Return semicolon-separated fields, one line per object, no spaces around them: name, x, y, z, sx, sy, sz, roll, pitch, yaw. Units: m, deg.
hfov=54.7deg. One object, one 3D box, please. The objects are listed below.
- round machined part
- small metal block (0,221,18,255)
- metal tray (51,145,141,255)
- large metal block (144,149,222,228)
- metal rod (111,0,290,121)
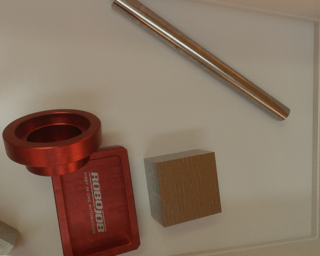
round machined part;-0.112;0.017;0.336;0.099;0.098;0.042;-9;117;-20
small metal block;-0.184;0.116;0.330;0.050;0.050;0.025;38;78;-17
metal tray;-0.079;0.092;0.379;0.091;0.030;0.129;-9;93;-20
large metal block;0.029;0.075;0.409;0.081;0.050;0.079;-8;93;-20
metal rod;0.069;-0.093;0.437;0.301;0.025;0.025;30;80;-18
